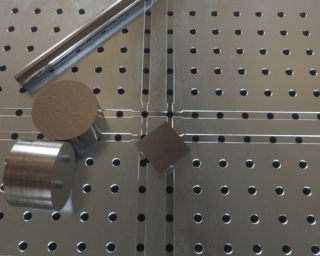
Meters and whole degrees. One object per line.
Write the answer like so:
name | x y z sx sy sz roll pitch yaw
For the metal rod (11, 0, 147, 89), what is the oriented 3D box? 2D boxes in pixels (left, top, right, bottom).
metal rod | -0.089 -0.160 0.469 0.301 0.025 0.025 -41 75 -14

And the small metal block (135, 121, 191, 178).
small metal block | 0.004 0.028 0.401 0.050 0.025 0.050 -36 74 -12

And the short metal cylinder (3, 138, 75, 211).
short metal cylinder | -0.137 0.054 0.362 0.050 0.080 0.080 5 70 2

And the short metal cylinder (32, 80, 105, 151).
short metal cylinder | -0.117 -0.015 0.403 0.081 0.050 0.080 0 70 0
